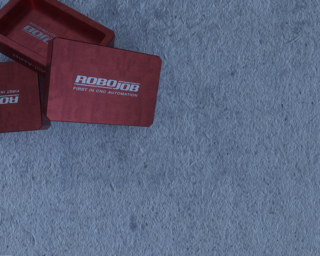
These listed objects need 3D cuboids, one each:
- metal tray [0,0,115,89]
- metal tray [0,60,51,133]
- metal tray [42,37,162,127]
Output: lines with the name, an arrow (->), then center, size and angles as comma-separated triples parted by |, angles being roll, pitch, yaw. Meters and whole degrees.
metal tray -> -0.135, -0.112, 0.388 | 0.130, 0.030, 0.090 | 29, 65, 0
metal tray -> -0.217, -0.037, 0.406 | 0.131, 0.030, 0.089 | -5, 90, 0
metal tray -> -0.067, -0.051, 0.371 | 0.131, 0.030, 0.089 | 4, 100, -29
